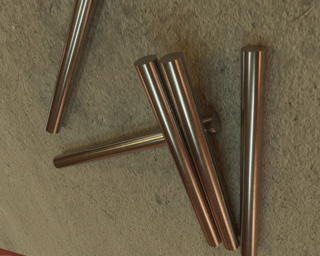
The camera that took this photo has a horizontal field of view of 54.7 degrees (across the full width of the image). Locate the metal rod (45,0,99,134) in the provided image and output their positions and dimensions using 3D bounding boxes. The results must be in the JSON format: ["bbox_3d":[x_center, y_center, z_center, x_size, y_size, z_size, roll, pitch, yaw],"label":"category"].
[{"bbox_3d":[-0.113,-0.100,0.404,0.025,0.025,0.298,35,129,5],"label":"metal rod"}]

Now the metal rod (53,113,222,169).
[{"bbox_3d":[-0.053,0.026,0.451,0.300,0.025,0.025,-15,111,34],"label":"metal rod"}]

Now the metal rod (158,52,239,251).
[{"bbox_3d":[0.058,0.050,0.381,0.025,0.025,0.299,-3,125,29],"label":"metal rod"}]

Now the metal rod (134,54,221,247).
[{"bbox_3d":[0.034,0.050,0.393,0.025,0.025,0.299,-3,126,29],"label":"metal rod"}]

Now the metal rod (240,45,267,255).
[{"bbox_3d":[0.111,0.051,0.379,0.025,0.025,0.298,7,122,25],"label":"metal rod"}]
